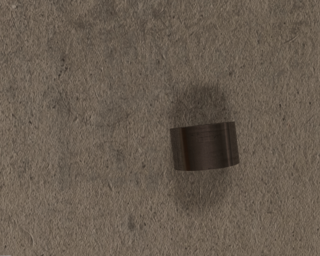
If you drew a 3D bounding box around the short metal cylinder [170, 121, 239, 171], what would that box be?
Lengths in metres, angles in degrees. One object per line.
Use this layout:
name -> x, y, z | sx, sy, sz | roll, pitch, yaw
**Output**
short metal cylinder -> 0.055, 0.021, 0.383 | 0.081, 0.080, 0.050 | -7, 90, 0
